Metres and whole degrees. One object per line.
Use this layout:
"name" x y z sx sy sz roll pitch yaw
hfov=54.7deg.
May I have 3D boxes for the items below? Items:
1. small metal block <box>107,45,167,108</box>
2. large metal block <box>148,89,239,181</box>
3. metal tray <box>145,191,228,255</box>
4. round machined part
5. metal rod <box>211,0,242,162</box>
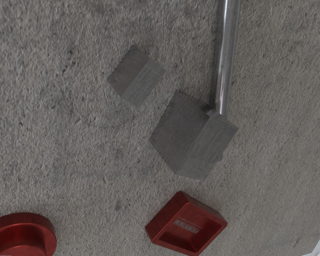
"small metal block" -0.027 -0.058 0.340 0.025 0.050 0.050 32 101 -38
"large metal block" 0.039 0.008 0.398 0.050 0.080 0.080 18 109 -35
"metal tray" 0.049 0.170 0.535 0.090 0.030 0.130 -49 129 6
"round machined part" -0.183 0.159 0.395 0.099 0.042 0.097 -14 124 -21
"metal rod" 0.083 -0.081 0.402 0.025 0.025 0.298 -14 125 -21
